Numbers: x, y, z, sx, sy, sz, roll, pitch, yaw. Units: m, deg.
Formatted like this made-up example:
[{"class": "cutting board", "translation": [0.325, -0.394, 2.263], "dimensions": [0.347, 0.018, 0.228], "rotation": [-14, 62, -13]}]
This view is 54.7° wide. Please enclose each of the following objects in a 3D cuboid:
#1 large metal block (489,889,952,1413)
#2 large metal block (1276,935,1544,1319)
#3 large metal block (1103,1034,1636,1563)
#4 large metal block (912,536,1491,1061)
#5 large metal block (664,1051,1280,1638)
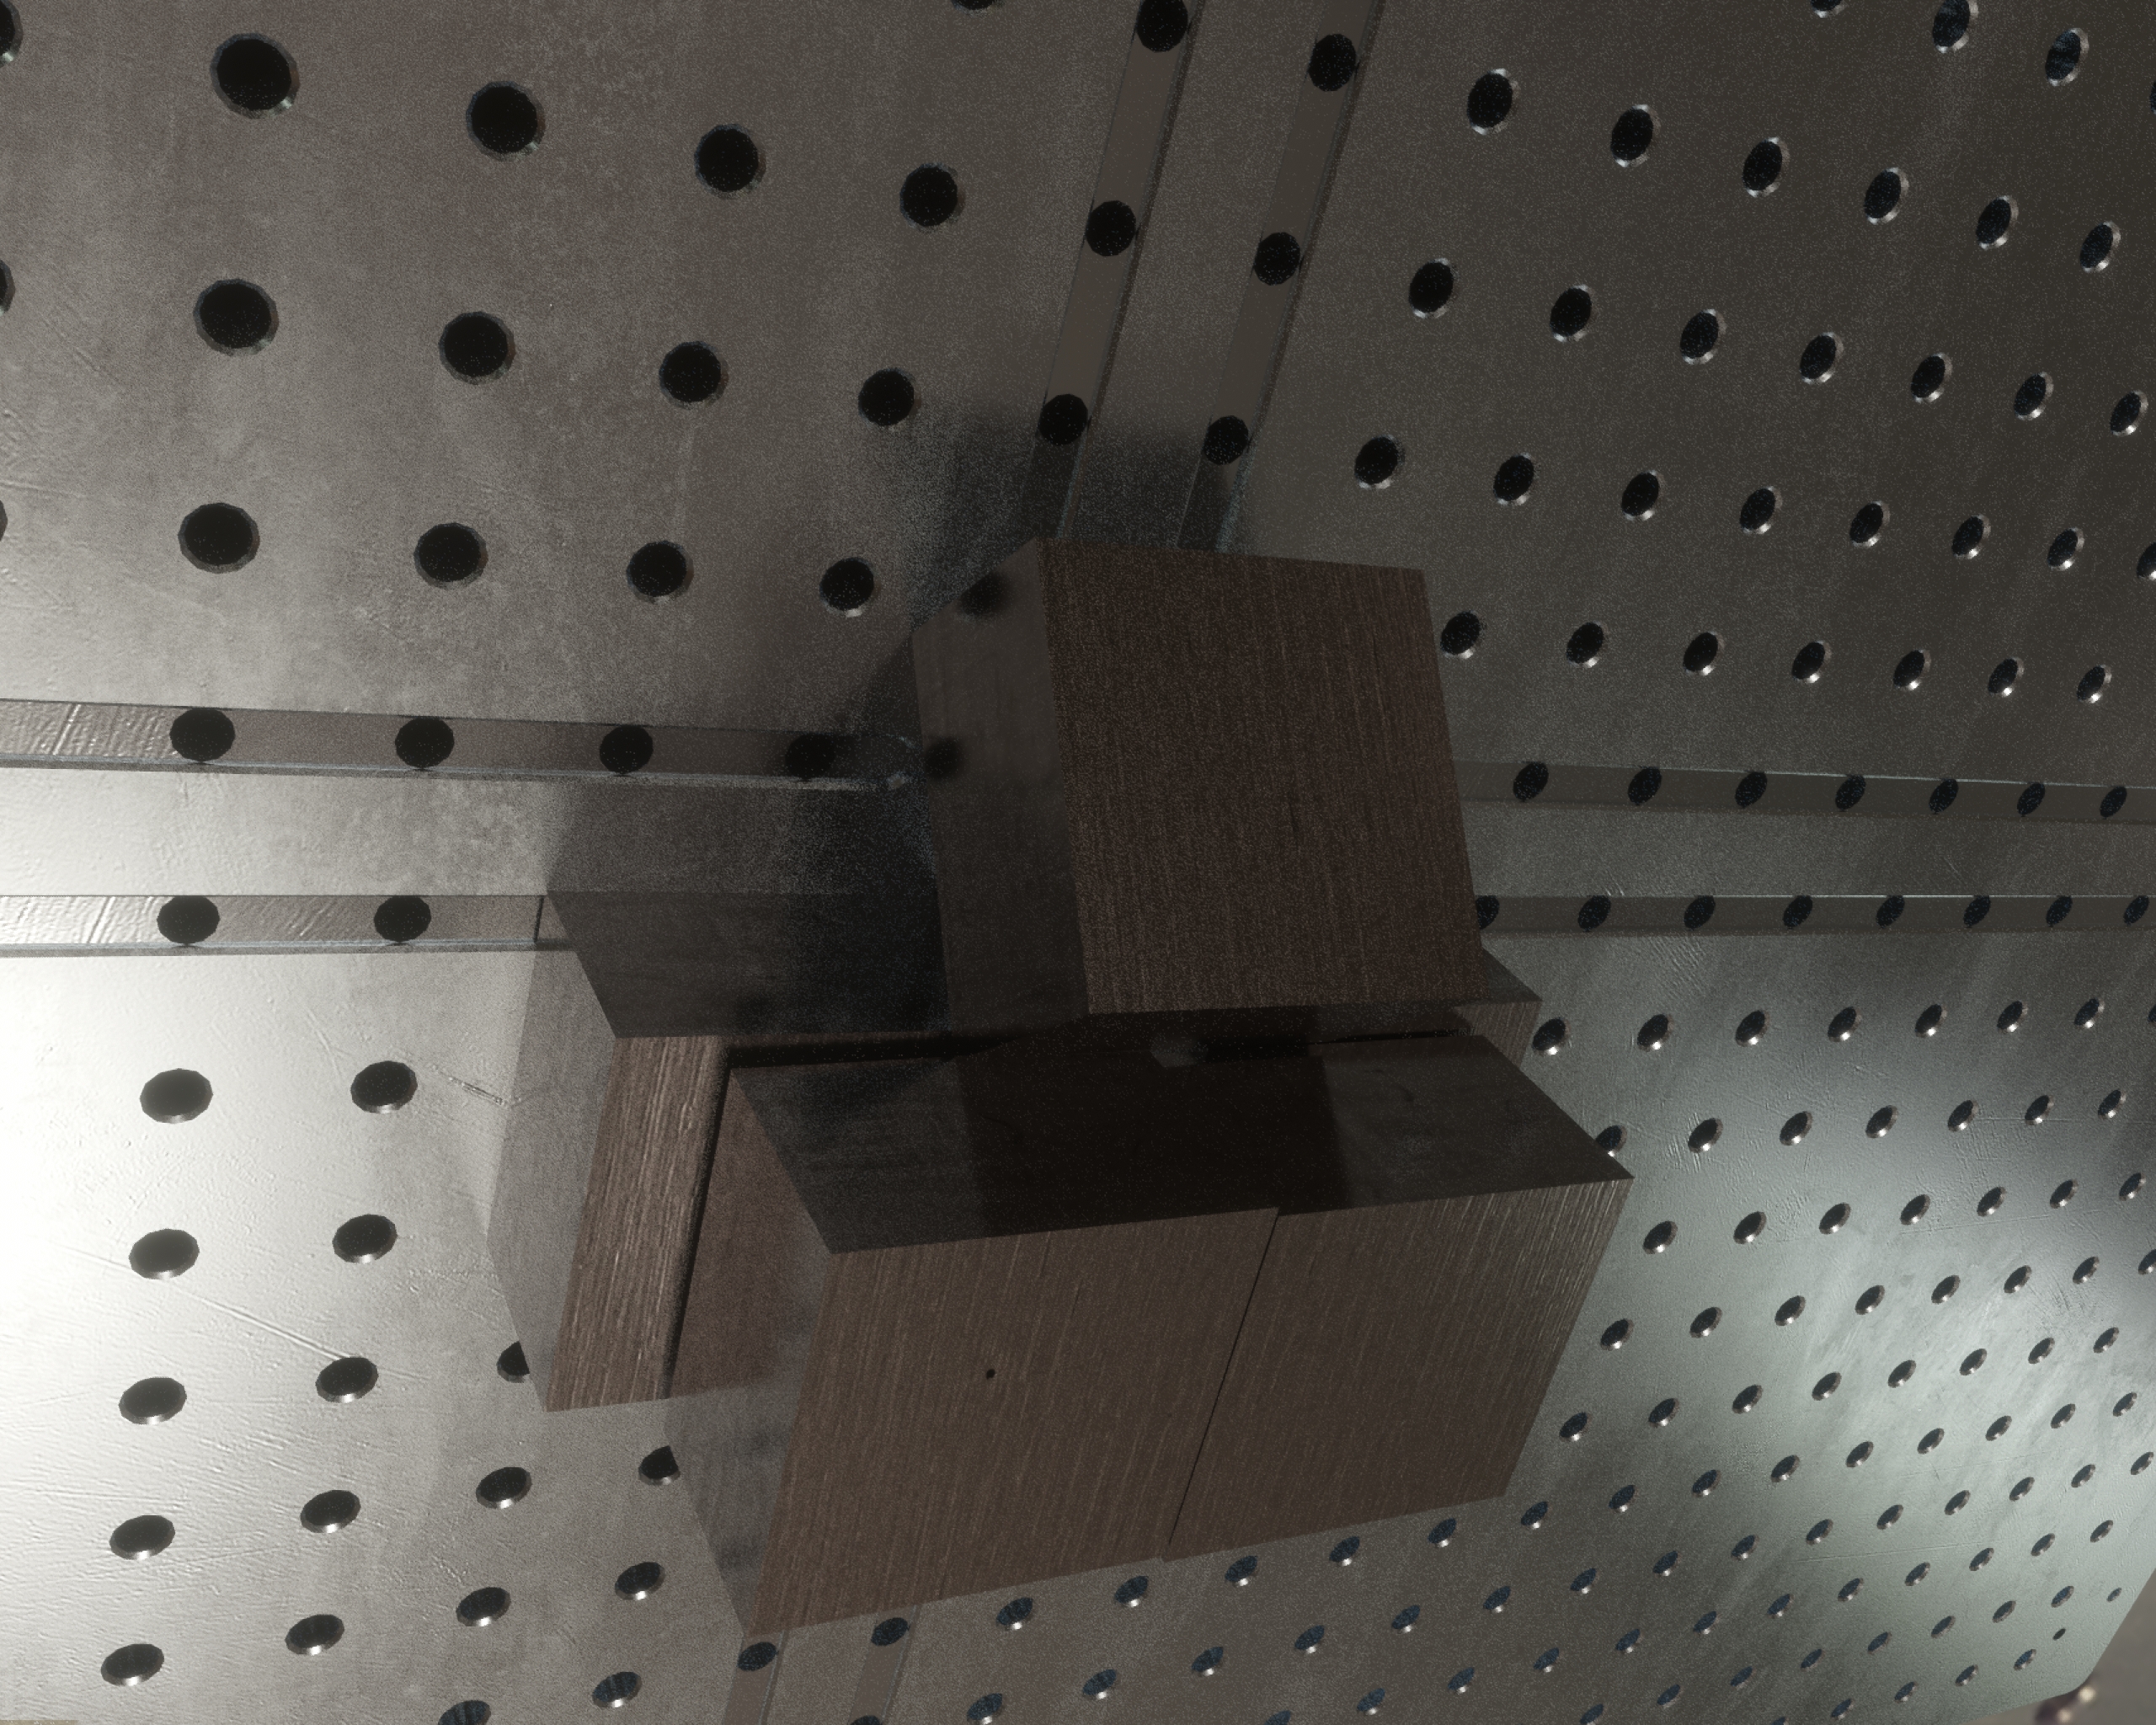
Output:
[{"class": "large metal block", "translation": [-0.061, 0.052, 0.396], "dimensions": [0.081, 0.050, 0.079], "rotation": [1, 118, -30]}, {"class": "large metal block", "translation": [0.043, 0.053, 0.452], "dimensions": [0.081, 0.050, 0.079], "rotation": [-1, 119, -28]}, {"class": "large metal block", "translation": [0.050, 0.083, 0.408], "dimensions": [0.081, 0.050, 0.079], "rotation": [0, 119, -29]}, {"class": "large metal block", "translation": [0.021, -0.009, 0.376], "dimensions": [0.081, 0.050, 0.080], "rotation": [0, 76, -29]}, {"class": "large metal block", "translation": [-0.021, 0.081, 0.367], "dimensions": [0.081, 0.050, 0.079], "rotation": [0, 119, -29]}]
